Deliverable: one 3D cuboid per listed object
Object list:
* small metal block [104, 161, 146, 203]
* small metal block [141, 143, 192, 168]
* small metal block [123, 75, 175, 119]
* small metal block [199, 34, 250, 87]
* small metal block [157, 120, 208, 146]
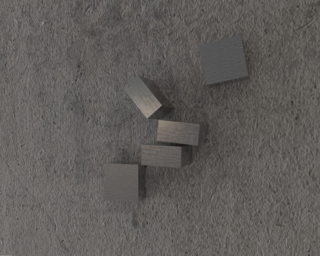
[{"bbox_3d":[-0.048,0.073,0.426,0.050,0.025,0.050,0,90,20],"label":"small metal block"},{"bbox_3d":[0.010,0.033,0.392,0.050,0.050,0.025,2,91,20],"label":"small metal block"},{"bbox_3d":[-0.013,-0.038,0.400,0.025,0.050,0.050,-41,77,15],"label":"small metal block"},{"bbox_3d":[0.080,-0.081,0.381,0.050,0.025,0.050,-10,87,19],"label":"small metal block"},{"bbox_3d":[0.029,0.005,0.385,0.050,0.050,0.025,6,92,20],"label":"small metal block"}]
